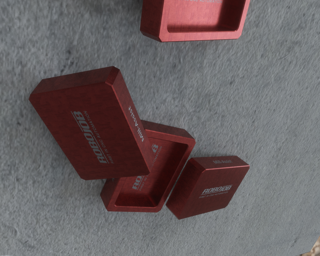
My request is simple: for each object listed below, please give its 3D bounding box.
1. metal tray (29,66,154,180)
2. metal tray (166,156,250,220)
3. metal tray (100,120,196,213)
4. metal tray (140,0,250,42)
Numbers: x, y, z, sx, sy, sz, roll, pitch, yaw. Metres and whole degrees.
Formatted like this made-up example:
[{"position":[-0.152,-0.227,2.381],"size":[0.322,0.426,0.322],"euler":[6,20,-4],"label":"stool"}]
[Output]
[{"position":[-0.068,0.002,0.339],"size":[0.090,0.030,0.129],"euler":[-7,129,16],"label":"metal tray"},{"position":[0.078,0.090,0.485],"size":[0.131,0.030,0.089],"euler":[4,118,-46],"label":"metal tray"},{"position":[-0.017,0.057,0.430],"size":[0.091,0.030,0.129],"euler":[12,112,-34],"label":"metal tray"},{"position":[0.044,-0.139,0.322],"size":[0.131,0.030,0.089],"euler":[-15,126,-38],"label":"metal tray"}]
